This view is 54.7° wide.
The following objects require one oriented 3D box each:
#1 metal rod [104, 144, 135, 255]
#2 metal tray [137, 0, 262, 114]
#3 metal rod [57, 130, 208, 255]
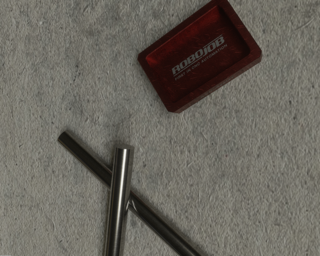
[{"bbox_3d":[-0.061,0.169,0.411,0.025,0.025,0.298,10,100,19],"label":"metal rod"},{"bbox_3d":[0.048,-0.088,0.388,0.130,0.030,0.090,-33,80,16],"label":"metal tray"},{"bbox_3d":[-0.029,0.104,0.418,0.300,0.025,0.025,39,102,15],"label":"metal rod"}]
